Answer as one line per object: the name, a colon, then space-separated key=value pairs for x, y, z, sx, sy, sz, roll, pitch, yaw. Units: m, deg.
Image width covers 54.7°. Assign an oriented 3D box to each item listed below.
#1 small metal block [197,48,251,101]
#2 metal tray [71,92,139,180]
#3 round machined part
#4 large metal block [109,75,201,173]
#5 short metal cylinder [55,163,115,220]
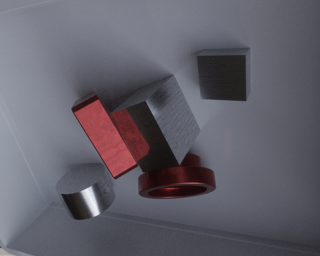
small metal block: x=0.070 y=-0.058 z=0.335 sx=0.050 sy=0.025 sz=0.050 roll=5 pitch=121 yaw=25
metal tray: x=-0.071 y=0.002 z=0.385 sx=0.030 sy=0.130 sz=0.090 roll=-31 pitch=104 yaw=-7
round machined part: x=0.021 y=0.062 z=0.402 sx=0.099 sy=0.042 sz=0.098 roll=-4 pitch=158 yaw=-1
large metal block: x=-0.001 y=-0.006 z=0.368 sx=0.050 sy=0.080 sz=0.080 roll=-17 pitch=110 yaw=32
short metal cylinder: x=-0.118 y=0.099 z=0.494 sx=0.080 sy=0.080 sz=0.050 roll=-2 pitch=117 yaw=29
